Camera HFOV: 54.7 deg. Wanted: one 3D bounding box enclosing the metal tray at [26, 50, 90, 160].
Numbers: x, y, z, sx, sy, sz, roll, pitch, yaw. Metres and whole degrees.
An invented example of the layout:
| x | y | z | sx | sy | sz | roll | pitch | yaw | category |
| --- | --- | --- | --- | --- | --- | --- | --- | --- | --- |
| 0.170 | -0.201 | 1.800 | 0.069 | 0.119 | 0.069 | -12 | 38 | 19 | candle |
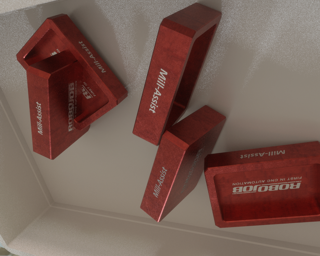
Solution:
| x | y | z | sx | sy | sz | roll | pitch | yaw | category |
| --- | --- | --- | --- | --- | --- | --- | --- | --- | --- |
| -0.130 | -0.033 | 0.414 | 0.030 | 0.090 | 0.129 | 22 | 126 | 14 | metal tray |

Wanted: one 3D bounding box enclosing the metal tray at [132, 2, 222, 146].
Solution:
| x | y | z | sx | sy | sz | roll | pitch | yaw | category |
| --- | --- | --- | --- | --- | --- | --- | --- | --- | --- |
| 0.017 | -0.055 | 0.323 | 0.030 | 0.090 | 0.129 | 27 | 128 | 12 | metal tray |

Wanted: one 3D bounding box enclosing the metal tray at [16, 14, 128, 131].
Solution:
| x | y | z | sx | sy | sz | roll | pitch | yaw | category |
| --- | --- | --- | --- | --- | --- | --- | --- | --- | --- |
| -0.116 | -0.069 | 0.408 | 0.090 | 0.030 | 0.130 | -30 | 104 | 34 | metal tray |

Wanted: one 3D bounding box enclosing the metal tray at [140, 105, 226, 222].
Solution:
| x | y | z | sx | sy | sz | roll | pitch | yaw | category |
| --- | --- | --- | --- | --- | --- | --- | --- | --- | --- |
| 0.027 | 0.044 | 0.376 | 0.030 | 0.091 | 0.129 | 34 | 130 | 22 | metal tray |

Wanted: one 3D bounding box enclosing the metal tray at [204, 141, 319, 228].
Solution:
| x | y | z | sx | sy | sz | roll | pitch | yaw | category |
| --- | --- | --- | --- | --- | --- | --- | --- | --- | --- |
| 0.123 | 0.068 | 0.359 | 0.130 | 0.030 | 0.089 | -8 | 116 | 13 | metal tray |
